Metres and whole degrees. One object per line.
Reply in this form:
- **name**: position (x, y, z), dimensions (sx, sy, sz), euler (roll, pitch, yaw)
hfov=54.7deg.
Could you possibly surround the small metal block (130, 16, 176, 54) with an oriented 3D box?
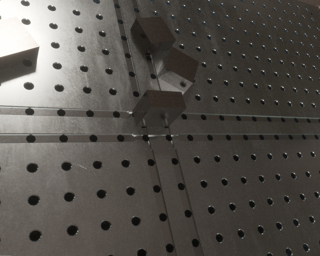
- **small metal block**: position (-0.011, -0.149, 0.495), dimensions (0.050, 0.025, 0.050), euler (-19, 72, -36)

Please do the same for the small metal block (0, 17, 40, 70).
- **small metal block**: position (-0.183, -0.102, 0.372), dimensions (0.050, 0.025, 0.050), euler (-32, 80, -38)

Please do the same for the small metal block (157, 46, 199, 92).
- **small metal block**: position (0.029, -0.091, 0.481), dimensions (0.050, 0.025, 0.050), euler (27, 52, -11)

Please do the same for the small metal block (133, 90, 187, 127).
- **small metal block**: position (-0.002, -0.025, 0.408), dimensions (0.050, 0.050, 0.025), euler (0, 62, -29)
